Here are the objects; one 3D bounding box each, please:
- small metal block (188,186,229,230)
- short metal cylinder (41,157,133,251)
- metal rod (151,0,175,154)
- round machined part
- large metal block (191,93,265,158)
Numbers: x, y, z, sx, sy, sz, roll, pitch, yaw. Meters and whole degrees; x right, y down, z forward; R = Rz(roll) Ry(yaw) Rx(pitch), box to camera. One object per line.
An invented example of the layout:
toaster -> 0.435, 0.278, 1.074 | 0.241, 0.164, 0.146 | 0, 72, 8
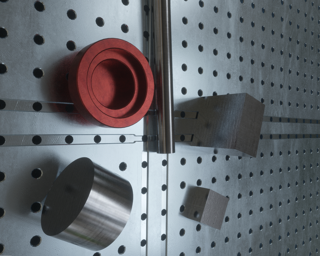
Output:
small metal block -> 0.075, 0.123, 0.475 | 0.050, 0.025, 0.050 | 32, 70, -36
short metal cylinder -> -0.074, 0.076, 0.313 | 0.050, 0.080, 0.080 | 38, 67, -34
metal rod -> 0.003, -0.116, 0.413 | 0.025, 0.025, 0.298 | -3, 92, -40
round machined part -> -0.058, -0.048, 0.351 | 0.099, 0.042, 0.097 | 0, 90, -40
large metal block -> 0.101, -0.003, 0.461 | 0.050, 0.080, 0.080 | 22, 76, -38
